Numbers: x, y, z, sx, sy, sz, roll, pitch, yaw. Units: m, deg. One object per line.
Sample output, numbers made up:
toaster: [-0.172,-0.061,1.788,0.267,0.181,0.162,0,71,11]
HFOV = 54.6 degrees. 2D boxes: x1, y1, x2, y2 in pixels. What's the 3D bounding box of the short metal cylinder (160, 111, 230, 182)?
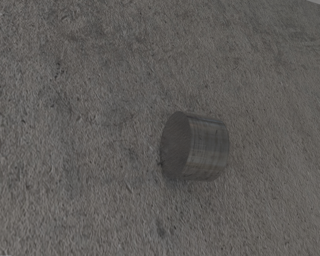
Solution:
short metal cylinder: [0.039,0.023,0.375,0.050,0.080,0.080,9,58,-23]
